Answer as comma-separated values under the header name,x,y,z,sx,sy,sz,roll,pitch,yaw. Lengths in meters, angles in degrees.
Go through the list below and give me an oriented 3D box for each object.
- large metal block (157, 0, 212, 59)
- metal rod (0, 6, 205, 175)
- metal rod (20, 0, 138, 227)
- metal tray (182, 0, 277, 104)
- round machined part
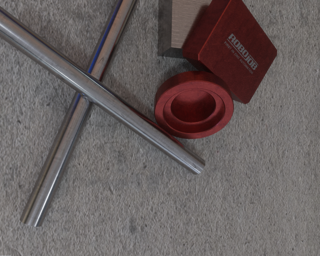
name,x,y,z,sx,sy,sz,roll,pitch,yaw
large metal block,0.044,-0.137,0.413,0.081,0.050,0.079,1,90,-21
metal rod,-0.055,-0.028,0.366,0.301,0.025,0.025,37,78,-25
metal rod,-0.094,-0.030,0.374,0.025,0.025,0.299,24,82,-19
metal tray,0.097,-0.099,0.409,0.130,0.030,0.090,30,90,-43
round machined part,0.042,-0.034,0.398,0.099,0.097,0.042,20,41,-20
